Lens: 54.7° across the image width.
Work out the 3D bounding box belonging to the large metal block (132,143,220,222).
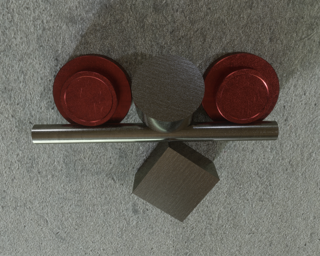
[{"bbox_3d":[0.020,0.066,0.420,0.080,0.050,0.080,34,107,-12],"label":"large metal block"}]

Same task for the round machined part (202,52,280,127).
[{"bbox_3d":[0.101,-0.043,0.387,0.099,0.042,0.097,0,110,0],"label":"round machined part"}]

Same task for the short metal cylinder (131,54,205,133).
[{"bbox_3d":[0.009,-0.038,0.364,0.080,0.050,0.080,0,75,0],"label":"short metal cylinder"}]

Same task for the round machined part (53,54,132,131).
[{"bbox_3d":[-0.084,-0.040,0.385,0.099,0.042,0.097,0,110,0],"label":"round machined part"}]

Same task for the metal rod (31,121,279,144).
[{"bbox_3d":[-0.006,0.006,0.390,0.302,0.025,0.025,-1,110,0],"label":"metal rod"}]
